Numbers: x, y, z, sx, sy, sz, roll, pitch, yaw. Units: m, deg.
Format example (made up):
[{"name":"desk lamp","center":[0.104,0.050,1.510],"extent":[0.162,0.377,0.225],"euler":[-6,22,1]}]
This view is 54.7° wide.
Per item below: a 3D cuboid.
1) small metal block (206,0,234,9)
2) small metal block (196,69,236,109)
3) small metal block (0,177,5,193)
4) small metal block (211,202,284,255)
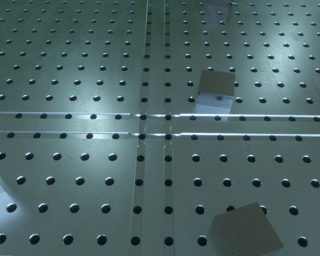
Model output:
[{"name":"small metal block","center":[0.124,-0.274,0.624],"extent":[0.050,0.050,0.025],"euler":[23,54,18]},{"name":"small metal block","center":[0.083,-0.058,0.458],"extent":[0.050,0.025,0.050],"euler":[9,51,7]},{"name":"small metal block","center":[-0.208,0.060,0.339],"extent":[0.050,0.050,0.025],"euler":[-25,55,-20]},{"name":"small metal block","center":[0.087,0.110,0.316],"extent":[0.050,0.025,0.050],"euler":[-15,52,-13]}]
